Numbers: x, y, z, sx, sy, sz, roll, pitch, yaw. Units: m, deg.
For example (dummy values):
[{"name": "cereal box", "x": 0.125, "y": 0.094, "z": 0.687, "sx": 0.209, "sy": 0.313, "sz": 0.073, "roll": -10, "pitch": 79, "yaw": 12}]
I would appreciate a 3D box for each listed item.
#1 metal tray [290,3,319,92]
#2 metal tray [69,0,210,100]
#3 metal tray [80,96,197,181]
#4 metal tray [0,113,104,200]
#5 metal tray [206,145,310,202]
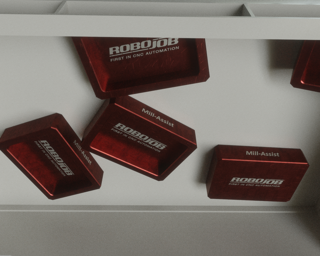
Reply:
[{"name": "metal tray", "x": 0.208, "y": -0.068, "z": 0.305, "sx": 0.130, "sy": 0.030, "sz": 0.090, "roll": 15, "pitch": 147, "yaw": 16}, {"name": "metal tray", "x": -0.018, "y": -0.084, "z": 0.333, "sx": 0.131, "sy": 0.030, "sz": 0.090, "roll": -9, "pitch": 130, "yaw": 7}, {"name": "metal tray", "x": -0.027, "y": 0.015, "z": 0.418, "sx": 0.131, "sy": 0.030, "sz": 0.090, "roll": 27, "pitch": 125, "yaw": -21}, {"name": "metal tray", "x": -0.150, "y": 0.046, "z": 0.443, "sx": 0.090, "sy": 0.030, "sz": 0.130, "roll": -16, "pitch": 129, "yaw": 13}, {"name": "metal tray", "x": 0.142, "y": 0.070, "z": 0.467, "sx": 0.131, "sy": 0.030, "sz": 0.089, "roll": 3, "pitch": 130, "yaw": -3}]
